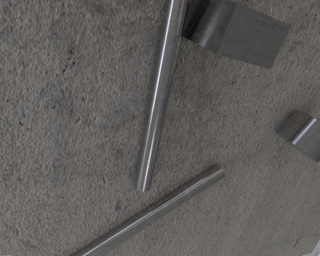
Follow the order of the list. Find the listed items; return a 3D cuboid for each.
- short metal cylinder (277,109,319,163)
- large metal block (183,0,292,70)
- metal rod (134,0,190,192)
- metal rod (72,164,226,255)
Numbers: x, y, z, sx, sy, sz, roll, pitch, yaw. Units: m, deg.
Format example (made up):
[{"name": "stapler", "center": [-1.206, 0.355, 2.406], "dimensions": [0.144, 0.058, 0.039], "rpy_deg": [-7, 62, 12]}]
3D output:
[{"name": "short metal cylinder", "center": [0.242, 0.013, 0.512], "dimensions": [0.080, 0.080, 0.050], "rpy_deg": [30, 102, -38]}, {"name": "large metal block", "center": [0.081, -0.110, 0.348], "dimensions": [0.081, 0.080, 0.050], "rpy_deg": [6, 115, -31]}, {"name": "metal rod", "center": [0.001, -0.047, 0.378], "dimensions": [0.025, 0.025, 0.298], "rpy_deg": [-3, 120, -27]}, {"name": "metal rod", "center": [-0.029, 0.145, 0.480], "dimensions": [0.301, 0.025, 0.025], "rpy_deg": [-31, 129, -9]}]
